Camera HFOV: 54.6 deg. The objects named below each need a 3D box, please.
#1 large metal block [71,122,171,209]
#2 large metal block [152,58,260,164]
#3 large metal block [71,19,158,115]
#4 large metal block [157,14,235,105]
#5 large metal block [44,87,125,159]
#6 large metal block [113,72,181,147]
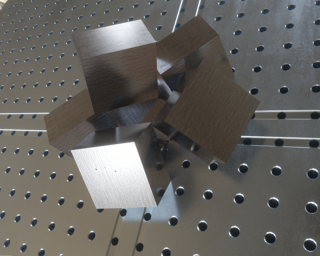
[{"bbox_3d":[-0.042,0.045,0.360,0.080,0.080,0.050,-8,22,24],"label":"large metal block"},{"bbox_3d":[0.050,-0.016,0.348,0.080,0.080,0.050,-58,12,-13],"label":"large metal block"},{"bbox_3d":[-0.050,-0.070,0.362,0.081,0.080,0.050,-17,51,-13],"label":"large metal block"},{"bbox_3d":[0.041,-0.083,0.403,0.080,0.080,0.050,-34,52,6],"label":"large metal block"},{"bbox_3d":[-0.095,0.000,0.423,0.080,0.080,0.050,-33,52,6],"label":"large metal block"},{"bbox_3d":[-0.014,-0.021,0.415,0.080,0.050,0.080,-34,51,6],"label":"large metal block"}]
